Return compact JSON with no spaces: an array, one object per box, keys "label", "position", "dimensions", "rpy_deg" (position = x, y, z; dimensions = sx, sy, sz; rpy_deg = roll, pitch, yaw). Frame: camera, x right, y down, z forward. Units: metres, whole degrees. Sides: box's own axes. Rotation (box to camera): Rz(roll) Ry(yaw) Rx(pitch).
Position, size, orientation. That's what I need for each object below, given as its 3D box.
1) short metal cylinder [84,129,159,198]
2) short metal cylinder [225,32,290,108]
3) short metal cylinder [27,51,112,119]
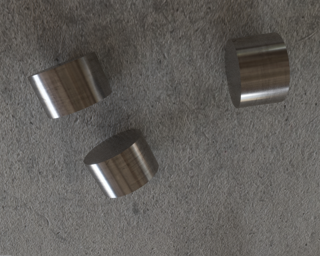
[{"label":"short metal cylinder","position":[-0.049,0.043,0.396],"dimensions":[0.080,0.080,0.050],"rpy_deg":[-24,109,8]},{"label":"short metal cylinder","position":[0.109,-0.066,0.357],"dimensions":[0.050,0.080,0.079],"rpy_deg":[-8,110,3]},{"label":"short metal cylinder","position":[-0.103,-0.051,0.361],"dimensions":[0.080,0.080,0.050],"rpy_deg":[-19,109,6]}]
